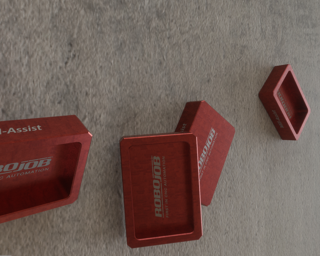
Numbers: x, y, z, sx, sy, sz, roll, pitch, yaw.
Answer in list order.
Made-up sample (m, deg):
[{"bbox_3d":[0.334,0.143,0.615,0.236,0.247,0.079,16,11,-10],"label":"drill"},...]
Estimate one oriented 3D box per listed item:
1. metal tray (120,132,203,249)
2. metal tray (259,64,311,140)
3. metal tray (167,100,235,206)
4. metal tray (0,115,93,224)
[{"bbox_3d":[0.001,0.072,0.376,0.091,0.030,0.129,-4,93,-9],"label":"metal tray"},{"bbox_3d":[0.251,-0.049,0.615,0.130,0.030,0.090,52,60,-28],"label":"metal tray"},{"bbox_3d":[0.056,0.036,0.451,0.090,0.030,0.130,37,67,-34],"label":"metal tray"},{"bbox_3d":[-0.130,0.039,0.263,0.131,0.030,0.089,-8,129,-40],"label":"metal tray"}]
